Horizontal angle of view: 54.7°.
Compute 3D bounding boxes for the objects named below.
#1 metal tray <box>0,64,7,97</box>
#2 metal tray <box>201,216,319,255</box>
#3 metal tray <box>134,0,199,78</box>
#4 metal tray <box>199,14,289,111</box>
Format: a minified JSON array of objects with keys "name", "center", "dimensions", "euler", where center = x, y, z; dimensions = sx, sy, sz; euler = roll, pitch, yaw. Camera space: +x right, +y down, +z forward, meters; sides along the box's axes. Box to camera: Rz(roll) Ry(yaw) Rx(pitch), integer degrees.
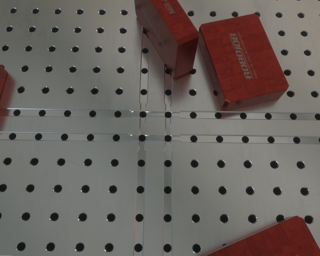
[{"name":"metal tray","center":[-0.291,-0.054,0.424],"dimensions":[0.131,0.030,0.090],"euler":[5,70,1]},{"name":"metal tray","center":[0.120,0.166,0.350],"dimensions":[0.131,0.030,0.090],"euler":[-21,72,-8]},{"name":"metal tray","center":[0.005,-0.146,0.430],"dimensions":[0.030,0.090,0.130],"euler":[-26,72,-9]},{"name":"metal tray","center":[0.116,-0.097,0.446],"dimensions":[0.091,0.030,0.130],"euler":[-13,71,-5]}]
